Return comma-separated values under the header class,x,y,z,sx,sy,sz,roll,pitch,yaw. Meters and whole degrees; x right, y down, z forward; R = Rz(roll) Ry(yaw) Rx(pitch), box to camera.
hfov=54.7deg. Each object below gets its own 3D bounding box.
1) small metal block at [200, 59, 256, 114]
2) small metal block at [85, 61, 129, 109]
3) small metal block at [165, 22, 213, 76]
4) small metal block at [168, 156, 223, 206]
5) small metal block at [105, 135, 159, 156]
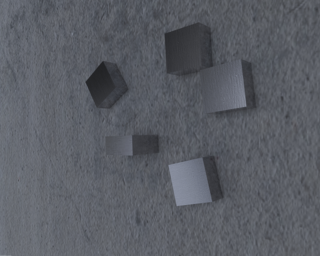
class,x,y,z,sx,sy,sz,roll,pitch,yaw
small metal block,0.075,-0.044,0.342,0.050,0.025,0.050,-9,85,39
small metal block,-0.081,-0.064,0.469,0.050,0.025,0.050,-40,66,32
small metal block,0.034,-0.094,0.375,0.050,0.025,0.050,-5,87,39
small metal block,0.042,0.063,0.369,0.050,0.025,0.050,-18,78,38
small metal block,-0.037,0.022,0.417,0.050,0.050,0.025,-3,88,39
